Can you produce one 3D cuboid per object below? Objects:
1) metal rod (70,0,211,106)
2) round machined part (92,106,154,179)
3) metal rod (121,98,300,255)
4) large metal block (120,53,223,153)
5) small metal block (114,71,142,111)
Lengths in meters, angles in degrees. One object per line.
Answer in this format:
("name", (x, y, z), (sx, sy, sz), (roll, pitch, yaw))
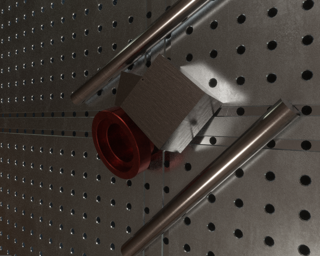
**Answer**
("metal rod", (-0.034, -0.110, 0.434), (0.299, 0.025, 0.025), (-30, 71, 35))
("round machined part", (-0.046, 0.017, 0.421), (0.098, 0.042, 0.097), (23, 125, 38))
("metal rod", (0.041, 0.078, 0.373), (0.299, 0.025, 0.025), (-49, 61, 28))
("large metal block", (0.013, -0.028, 0.372), (0.080, 0.050, 0.080), (-51, 60, 14))
("small metal block", (-0.034, -0.050, 0.435), (0.050, 0.025, 0.050), (21, 103, 37))
